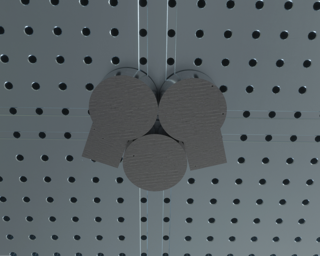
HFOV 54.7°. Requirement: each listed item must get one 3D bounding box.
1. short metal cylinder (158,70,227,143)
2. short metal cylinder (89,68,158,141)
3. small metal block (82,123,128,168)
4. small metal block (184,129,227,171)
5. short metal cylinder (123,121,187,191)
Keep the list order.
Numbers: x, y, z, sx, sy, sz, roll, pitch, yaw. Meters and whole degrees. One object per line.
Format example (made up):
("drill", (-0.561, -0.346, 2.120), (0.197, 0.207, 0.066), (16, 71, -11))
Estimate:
("short metal cylinder", (0.038, -0.028, 0.386), (0.081, 0.050, 0.079), (0, 110, 0))
("short metal cylinder", (-0.043, -0.031, 0.384), (0.081, 0.050, 0.079), (0, 110, 0))
("small metal block", (-0.071, 0.020, 0.416), (0.050, 0.025, 0.050), (20, 109, -7))
("small metal block", (0.059, 0.025, 0.420), (0.050, 0.025, 0.050), (-13, 110, 4))
("short metal cylinder", (-0.006, 0.036, 0.409), (0.081, 0.050, 0.079), (0, 110, 0))
